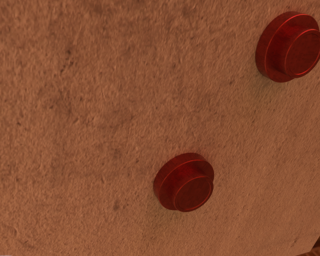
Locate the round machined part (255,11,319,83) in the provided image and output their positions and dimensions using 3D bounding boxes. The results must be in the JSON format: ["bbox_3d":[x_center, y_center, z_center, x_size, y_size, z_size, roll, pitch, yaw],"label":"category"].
[{"bbox_3d":[0.187,-0.108,0.433,0.099,0.042,0.097,-14,125,-21],"label":"round machined part"}]

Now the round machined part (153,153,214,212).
[{"bbox_3d":[0.043,0.090,0.477,0.099,0.042,0.097,-14,125,-21],"label":"round machined part"}]
